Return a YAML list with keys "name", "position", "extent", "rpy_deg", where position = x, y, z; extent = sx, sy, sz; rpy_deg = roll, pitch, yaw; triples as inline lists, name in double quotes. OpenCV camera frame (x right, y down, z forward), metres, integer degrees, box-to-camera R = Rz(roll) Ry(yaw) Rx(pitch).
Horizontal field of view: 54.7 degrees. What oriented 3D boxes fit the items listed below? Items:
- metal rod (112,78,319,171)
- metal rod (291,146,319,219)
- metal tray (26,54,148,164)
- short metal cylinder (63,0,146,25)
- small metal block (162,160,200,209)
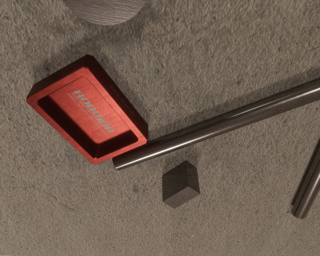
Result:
- name: "metal rod"
  position: [0.073, -0.002, 0.406]
  extent: [0.301, 0.025, 0.025]
  rpy_deg: [-21, 127, 16]
- name: "metal rod"
  position: [0.238, 0.033, 0.439]
  extent: [0.025, 0.025, 0.298]
  rpy_deg: [-1, 130, 0]
- name: "metal tray"
  position: [-0.085, -0.017, 0.388]
  extent: [0.090, 0.030, 0.130]
  rpy_deg: [-24, 127, 18]
- name: "short metal cylinder"
  position: [-0.048, -0.139, 0.272]
  extent: [0.081, 0.050, 0.079]
  rpy_deg: [0, 130, 0]
- name: "small metal block"
  position: [0.030, 0.084, 0.463]
  extent: [0.050, 0.050, 0.025]
  rpy_deg: [-37, 121, 27]
